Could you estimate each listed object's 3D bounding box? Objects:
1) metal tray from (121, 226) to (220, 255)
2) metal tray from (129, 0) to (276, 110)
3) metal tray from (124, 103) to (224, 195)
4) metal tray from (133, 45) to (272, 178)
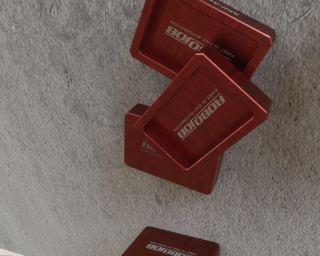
[{"bbox_3d":[0.017,0.202,0.477,0.130,0.090,0.030,5,109,25],"label":"metal tray"},{"bbox_3d":[0.040,-0.088,0.327,0.130,0.030,0.089,31,129,7],"label":"metal tray"},{"bbox_3d":[0.017,0.028,0.412,0.130,0.030,0.089,17,125,18],"label":"metal tray"},{"bbox_3d":[0.040,-0.012,0.335,0.090,0.030,0.129,43,129,-2],"label":"metal tray"}]
